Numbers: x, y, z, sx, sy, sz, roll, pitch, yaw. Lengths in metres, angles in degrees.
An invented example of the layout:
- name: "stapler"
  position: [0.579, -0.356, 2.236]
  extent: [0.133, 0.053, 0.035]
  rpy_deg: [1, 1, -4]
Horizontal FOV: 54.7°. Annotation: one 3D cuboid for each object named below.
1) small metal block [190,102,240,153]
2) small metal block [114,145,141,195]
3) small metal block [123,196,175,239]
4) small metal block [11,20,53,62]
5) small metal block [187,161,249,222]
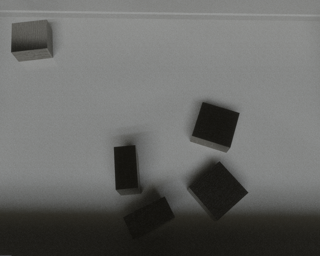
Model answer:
- name: "small metal block"
  position: [0.072, -0.001, 0.410]
  extent: [0.050, 0.025, 0.050]
  rpy_deg: [18, 71, 6]
- name: "small metal block"
  position: [-0.039, 0.053, 0.377]
  extent: [0.025, 0.050, 0.050]
  rpy_deg: [-5, 70, -2]
- name: "small metal block"
  position: [-0.012, 0.105, 0.358]
  extent: [0.050, 0.050, 0.025]
  rpy_deg: [-25, 72, -9]
- name: "small metal block"
  position: [-0.187, -0.128, 0.455]
  extent: [0.050, 0.025, 0.050]
  rpy_deg: [-7, 70, -3]
- name: "small metal block"
  position: [0.070, 0.078, 0.381]
  extent: [0.050, 0.025, 0.050]
  rpy_deg: [-38, 75, -13]
